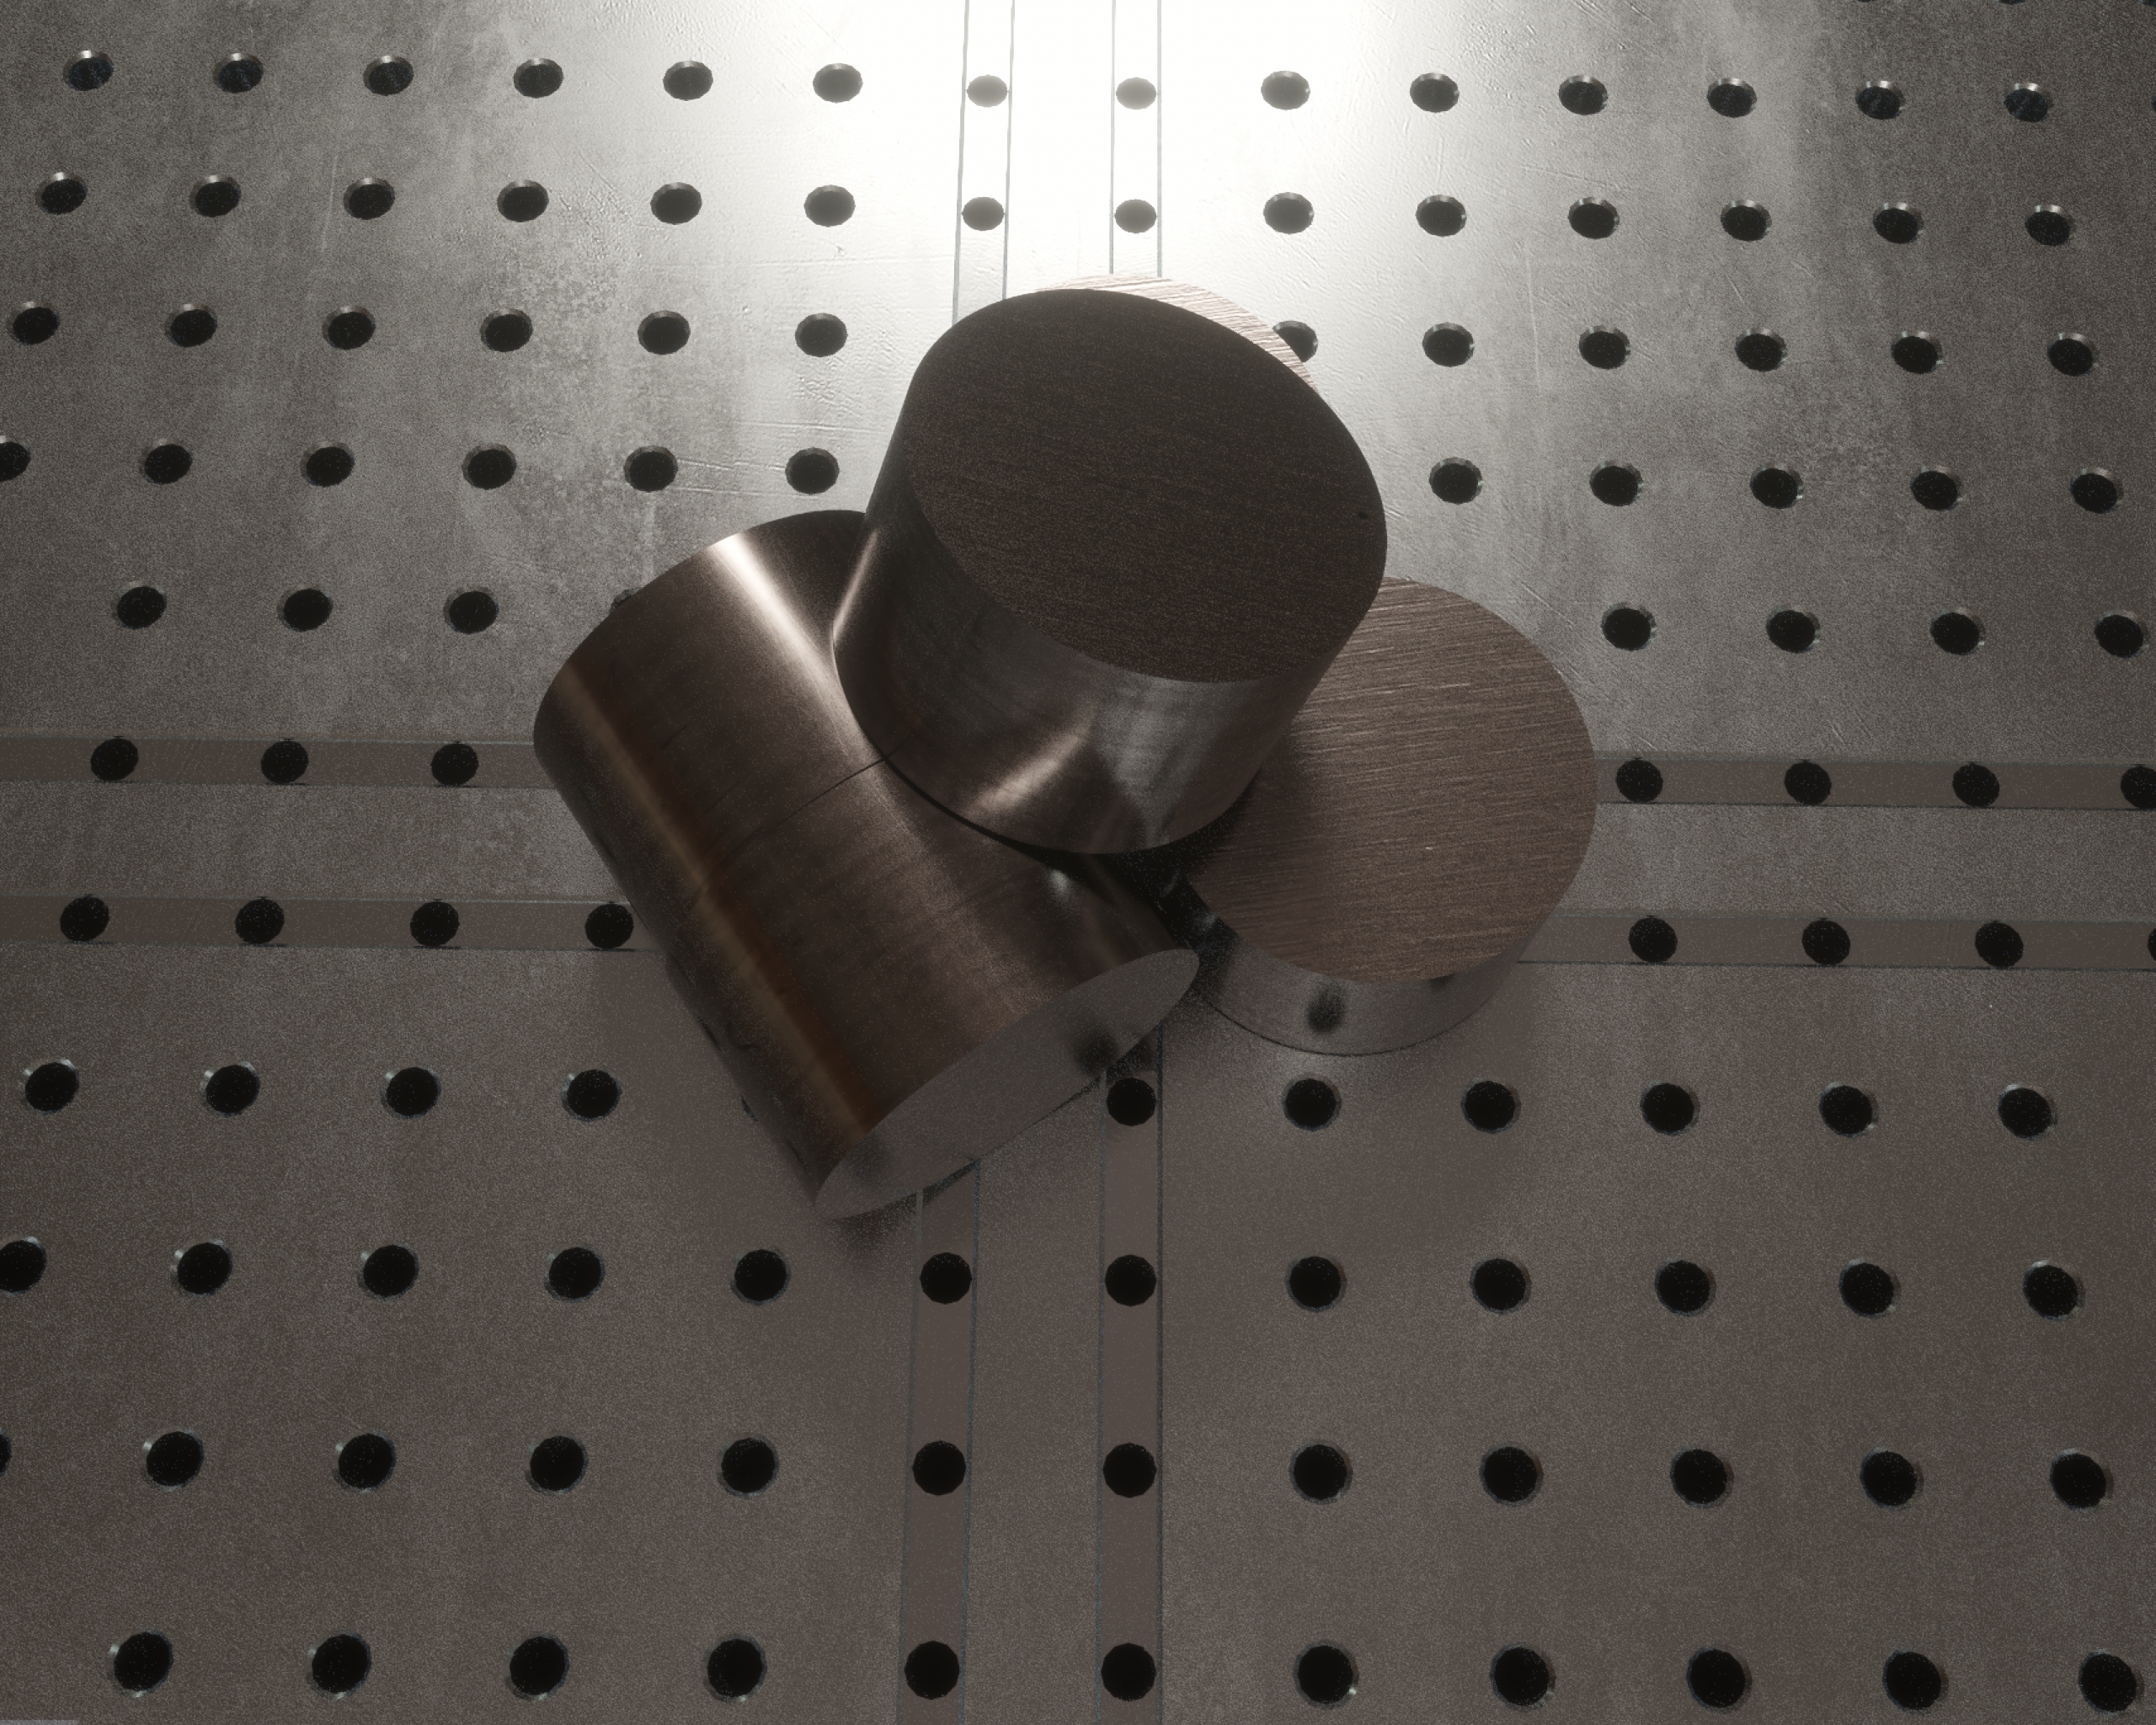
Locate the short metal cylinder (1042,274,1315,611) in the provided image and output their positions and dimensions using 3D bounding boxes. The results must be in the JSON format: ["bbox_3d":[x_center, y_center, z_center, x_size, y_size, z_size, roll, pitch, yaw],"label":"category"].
[{"bbox_3d":[0.009,-0.071,0.423,0.081,0.050,0.080,0,70,0],"label":"short metal cylinder"}]

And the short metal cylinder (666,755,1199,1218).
[{"bbox_3d":[-0.026,0.020,0.375,0.080,0.080,0.050,-32,74,-11],"label":"short metal cylinder"}]

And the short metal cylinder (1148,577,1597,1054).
[{"bbox_3d":[0.054,-0.008,0.401,0.081,0.050,0.080,0,70,0],"label":"short metal cylinder"}]

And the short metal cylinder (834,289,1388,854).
[{"bbox_3d":[0.004,-0.048,0.348,0.081,0.050,0.080,10,56,-15],"label":"short metal cylinder"}]

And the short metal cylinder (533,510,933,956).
[{"bbox_3d":[-0.053,-0.020,0.389,0.080,0.080,0.050,-32,74,-11],"label":"short metal cylinder"}]
